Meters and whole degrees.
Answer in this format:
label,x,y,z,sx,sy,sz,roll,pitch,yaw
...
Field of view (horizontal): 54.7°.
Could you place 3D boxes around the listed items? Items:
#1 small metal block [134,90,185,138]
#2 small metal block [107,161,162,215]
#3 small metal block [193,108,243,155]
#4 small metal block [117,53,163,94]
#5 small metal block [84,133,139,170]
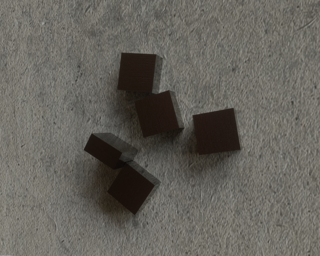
label,x,y,z,sx,sy,sz,roll,pitch,yaw
small metal block,-0.001,-0.018,0.409,0.050,0.025,0.050,-16,85,19
small metal block,-0.035,0.080,0.421,0.050,0.025,0.050,36,101,16
small metal block,0.072,0.005,0.384,0.050,0.025,0.050,-10,87,19
small metal block,-0.027,-0.073,0.418,0.050,0.025,0.050,8,93,19
small metal block,-0.065,0.030,0.419,0.050,0.050,0.025,30,100,17
